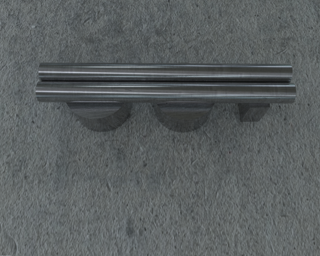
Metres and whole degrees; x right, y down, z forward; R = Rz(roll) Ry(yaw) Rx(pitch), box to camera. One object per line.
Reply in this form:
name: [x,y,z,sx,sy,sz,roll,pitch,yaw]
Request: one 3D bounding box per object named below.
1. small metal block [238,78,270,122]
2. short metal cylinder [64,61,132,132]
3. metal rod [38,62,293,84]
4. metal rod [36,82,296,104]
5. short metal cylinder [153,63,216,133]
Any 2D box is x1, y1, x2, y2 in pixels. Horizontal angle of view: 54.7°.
small metal block: [0.122,-0.040,0.413,0.025,0.050,0.050,-1,70,-1]
short metal cylinder: [-0.079,-0.040,0.409,0.081,0.050,0.080,0,70,0]
metal rod: [0.007,-0.067,0.380,0.302,0.025,0.025,0,70,0]
metal rod: [0.007,-0.042,0.371,0.302,0.025,0.025,0,70,0]
short metal cylinder: [0.031,-0.039,0.411,0.081,0.050,0.080,0,70,0]
